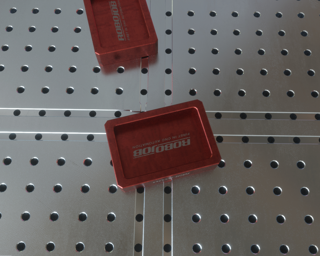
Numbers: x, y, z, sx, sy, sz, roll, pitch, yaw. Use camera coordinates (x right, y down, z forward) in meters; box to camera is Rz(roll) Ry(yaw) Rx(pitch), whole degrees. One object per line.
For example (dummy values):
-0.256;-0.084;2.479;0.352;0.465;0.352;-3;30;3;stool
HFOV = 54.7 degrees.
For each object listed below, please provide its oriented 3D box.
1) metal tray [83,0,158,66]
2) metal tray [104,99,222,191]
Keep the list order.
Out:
-0.062;-0.165;0.468;0.091;0.030;0.130;-14;71;-6;metal tray
0.002;0.022;0.401;0.131;0.030;0.090;-14;71;-6;metal tray
